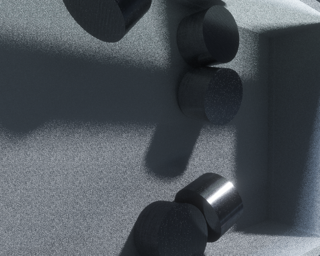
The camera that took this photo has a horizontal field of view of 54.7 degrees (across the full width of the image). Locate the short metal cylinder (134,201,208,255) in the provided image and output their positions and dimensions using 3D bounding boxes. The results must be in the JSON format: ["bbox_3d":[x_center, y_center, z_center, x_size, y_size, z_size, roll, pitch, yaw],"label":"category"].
[{"bbox_3d":[0.015,0.136,0.398,0.081,0.050,0.080,6,79,-36],"label":"short metal cylinder"}]

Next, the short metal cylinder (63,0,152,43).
[{"bbox_3d":[-0.056,-0.138,0.325,0.080,0.080,0.050,50,60,-29],"label":"short metal cylinder"}]

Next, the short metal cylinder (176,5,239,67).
[{"bbox_3d":[0.071,-0.131,0.452,0.081,0.050,0.079,0,90,-40],"label":"short metal cylinder"}]

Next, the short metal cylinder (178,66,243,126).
[{"bbox_3d":[0.073,-0.047,0.444,0.081,0.050,0.079,-13,110,-37],"label":"short metal cylinder"}]

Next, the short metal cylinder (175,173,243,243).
[{"bbox_3d":[0.067,0.109,0.430,0.050,0.080,0.080,-27,107,-37],"label":"short metal cylinder"}]
